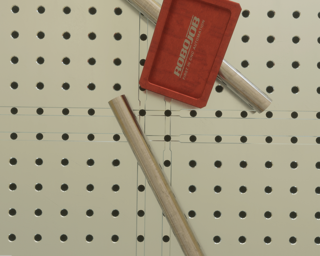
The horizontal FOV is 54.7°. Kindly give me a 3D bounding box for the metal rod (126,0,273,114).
[{"bbox_3d":[0.027,-0.126,0.413,0.300,0.025,0.025,40,90,-1],"label":"metal rod"}]

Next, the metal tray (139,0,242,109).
[{"bbox_3d":[0.036,-0.100,0.388,0.090,0.030,0.129,20,107,6],"label":"metal tray"}]

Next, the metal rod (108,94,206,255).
[{"bbox_3d":[0.009,0.095,0.413,0.025,0.025,0.299,-27,90,0],"label":"metal rod"}]
